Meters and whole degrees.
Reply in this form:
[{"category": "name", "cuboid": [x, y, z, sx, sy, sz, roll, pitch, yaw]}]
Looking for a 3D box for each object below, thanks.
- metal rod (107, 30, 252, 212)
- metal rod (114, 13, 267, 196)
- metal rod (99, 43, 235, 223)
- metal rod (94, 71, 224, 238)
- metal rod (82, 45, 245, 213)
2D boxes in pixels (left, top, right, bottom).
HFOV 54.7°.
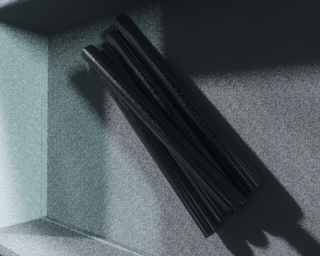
[{"category": "metal rod", "cuboid": [0.010, -0.027, 0.397, 0.025, 0.025, 0.300, -50, 61, 28]}, {"category": "metal rod", "cuboid": [0.023, -0.046, 0.387, 0.025, 0.025, 0.300, -50, 61, 28]}, {"category": "metal rod", "cuboid": [-0.004, -0.011, 0.409, 0.025, 0.025, 0.300, -50, 61, 28]}, {"category": "metal rod", "cuboid": [-0.016, 0.009, 0.419, 0.025, 0.025, 0.300, -50, 61, 28]}, {"category": "metal rod", "cuboid": [-0.014, -0.018, 0.383, 0.300, 0.025, 0.025, 46, 118, 30]}]
